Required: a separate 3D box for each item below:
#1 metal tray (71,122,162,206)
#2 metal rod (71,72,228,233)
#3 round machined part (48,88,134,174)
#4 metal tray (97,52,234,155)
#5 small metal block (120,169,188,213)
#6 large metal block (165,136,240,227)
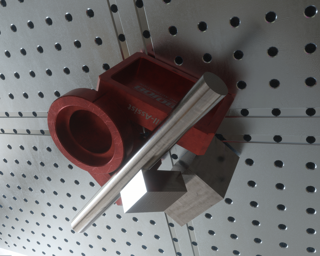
[{"bbox_3d":[-0.064,0.027,0.417,0.030,0.090,0.130,-33,101,38],"label":"metal tray"},{"bbox_3d":[-0.034,0.050,0.341,0.025,0.025,0.298,42,129,-1],"label":"metal rod"},{"bbox_3d":[-0.072,0.000,0.347,0.098,0.042,0.097,13,124,20],"label":"round machined part"},{"bbox_3d":[0.008,-0.033,0.343,0.130,0.090,0.030,28,129,10],"label":"metal tray"},{"bbox_3d":[-0.008,0.069,0.335,0.050,0.050,0.025,-50,45,39],"label":"small metal block"},{"bbox_3d":[0.045,0.063,0.386,0.050,0.080,0.080,41,129,-1],"label":"large metal block"}]
